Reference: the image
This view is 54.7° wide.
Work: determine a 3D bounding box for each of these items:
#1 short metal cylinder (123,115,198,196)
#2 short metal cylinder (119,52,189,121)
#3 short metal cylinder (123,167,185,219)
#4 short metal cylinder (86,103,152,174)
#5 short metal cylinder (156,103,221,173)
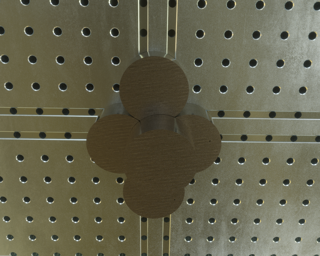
[{"bbox_3d":[0.000,0.030,0.357,0.081,0.050,0.079,0,110,0],"label":"short metal cylinder"},{"bbox_3d":[-0.007,-0.051,0.381,0.081,0.050,0.079,-1,110,-1],"label":"short metal cylinder"},{"bbox_3d":[-0.008,0.076,0.427,0.081,0.050,0.079,0,108,-1],"label":"short metal cylinder"},{"bbox_3d":[-0.050,0.012,0.404,0.081,0.050,0.079,0,110,0],"label":"short metal cylinder"},{"bbox_3d":[0.035,0.013,0.404,0.081,0.050,0.079,0,110,0],"label":"short metal cylinder"}]
